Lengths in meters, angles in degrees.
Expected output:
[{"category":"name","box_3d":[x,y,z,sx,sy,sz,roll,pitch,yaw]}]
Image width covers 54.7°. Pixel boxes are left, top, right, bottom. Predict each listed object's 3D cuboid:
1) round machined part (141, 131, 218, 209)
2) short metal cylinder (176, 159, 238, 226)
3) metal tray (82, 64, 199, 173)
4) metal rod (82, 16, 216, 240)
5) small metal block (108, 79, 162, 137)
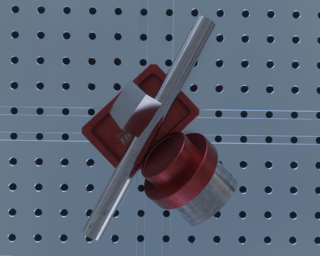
[{"category":"round machined part","box_3d":[0.016,0.043,0.367,0.098,0.098,0.042,-46,112,0]},{"category":"short metal cylinder","box_3d":[0.049,0.074,0.385,0.080,0.080,0.050,-43,91,0]},{"category":"metal tray","box_3d":[-0.025,-0.009,0.410,0.130,0.030,0.090,-43,91,0]},{"category":"metal rod","box_3d":[-0.013,0.000,0.383,0.025,0.025,0.299,28,90,-1]},{"category":"small metal block","box_3d":[-0.032,-0.025,0.378,0.025,0.050,0.050,28,102,-38]}]
